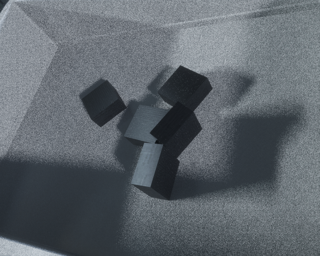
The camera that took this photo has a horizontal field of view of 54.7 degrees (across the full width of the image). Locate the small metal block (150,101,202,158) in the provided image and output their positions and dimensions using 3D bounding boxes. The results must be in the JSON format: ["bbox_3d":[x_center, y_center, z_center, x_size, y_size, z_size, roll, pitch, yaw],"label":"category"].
[{"bbox_3d":[0.021,0.003,0.375,0.025,0.050,0.050,38,83,29],"label":"small metal block"}]

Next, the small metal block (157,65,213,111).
[{"bbox_3d":[0.034,-0.051,0.420,0.050,0.025,0.050,34,81,38],"label":"small metal block"}]

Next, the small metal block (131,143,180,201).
[{"bbox_3d":[-0.004,0.051,0.360,0.025,0.050,0.050,3,63,30],"label":"small metal block"}]

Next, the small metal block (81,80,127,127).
[{"bbox_3d":[-0.086,-0.038,0.474,0.050,0.025,0.050,-37,51,3],"label":"small metal block"}]

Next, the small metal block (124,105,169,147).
[{"bbox_3d":[-0.012,0.000,0.413,0.050,0.025,0.050,12,68,33],"label":"small metal block"}]
